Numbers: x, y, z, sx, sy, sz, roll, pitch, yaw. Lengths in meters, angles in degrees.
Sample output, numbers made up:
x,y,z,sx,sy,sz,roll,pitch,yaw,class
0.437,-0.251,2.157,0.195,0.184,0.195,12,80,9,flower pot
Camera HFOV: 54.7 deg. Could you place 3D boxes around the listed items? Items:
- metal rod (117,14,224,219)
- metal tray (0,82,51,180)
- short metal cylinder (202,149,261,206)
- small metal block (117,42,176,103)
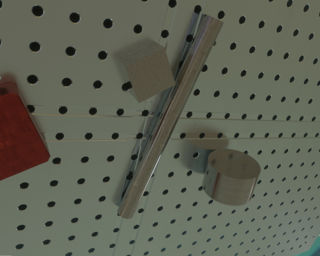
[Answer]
x,y,z,sx,sy,sz,roll,pitch,yaw,class
0.006,-0.001,0.415,0.025,0.025,0.298,11,113,-34,metal rod
-0.193,0.018,0.314,0.131,0.030,0.089,-23,127,-15,metal tray
0.111,0.075,0.485,0.081,0.080,0.050,-7,122,-25,short metal cylinder
-0.015,-0.065,0.364,0.050,0.025,0.050,-28,128,-11,small metal block
